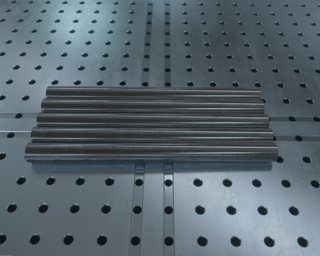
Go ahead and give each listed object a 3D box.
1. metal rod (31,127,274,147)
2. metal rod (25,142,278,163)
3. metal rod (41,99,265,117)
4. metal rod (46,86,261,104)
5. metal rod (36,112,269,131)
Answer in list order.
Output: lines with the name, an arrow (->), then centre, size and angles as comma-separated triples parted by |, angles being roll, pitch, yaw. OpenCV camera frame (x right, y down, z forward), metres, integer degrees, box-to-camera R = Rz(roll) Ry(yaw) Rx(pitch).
metal rod -> -0.009, 0.012, 0.397 | 0.302, 0.025, 0.025 | 0, 50, 0
metal rod -> -0.009, 0.030, 0.382 | 0.302, 0.025, 0.025 | 0, 50, -1
metal rod -> -0.009, -0.027, 0.430 | 0.302, 0.025, 0.025 | 0, 50, 0
metal rod -> -0.009, -0.047, 0.447 | 0.302, 0.025, 0.025 | 0, 50, 0
metal rod -> -0.009, -0.008, 0.414 | 0.302, 0.025, 0.025 | 0, 50, 0
